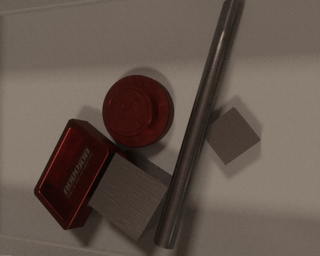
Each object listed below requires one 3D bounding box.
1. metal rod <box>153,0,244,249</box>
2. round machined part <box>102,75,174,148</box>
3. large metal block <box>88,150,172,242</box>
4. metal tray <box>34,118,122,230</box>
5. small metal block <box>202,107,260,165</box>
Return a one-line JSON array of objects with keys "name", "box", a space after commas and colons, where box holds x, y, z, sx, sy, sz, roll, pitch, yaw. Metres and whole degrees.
[{"name": "metal rod", "box": [0.047, -0.007, 0.369, 0.025, 0.025, 0.299, 15, 86, 19]}, {"name": "round machined part", "box": [-0.034, -0.022, 0.413, 0.098, 0.042, 0.097, 0, 90, 19]}, {"name": "large metal block", "box": [-0.033, 0.085, 0.408, 0.080, 0.050, 0.080, 32, 100, 16]}, {"name": "metal tray", "box": [-0.118, 0.063, 0.436, 0.090, 0.030, 0.129, 35, 101, 31]}, {"name": "small metal block", "box": [0.087, 0.010, 0.380, 0.050, 0.025, 0.050, -39, 78, 15]}]
